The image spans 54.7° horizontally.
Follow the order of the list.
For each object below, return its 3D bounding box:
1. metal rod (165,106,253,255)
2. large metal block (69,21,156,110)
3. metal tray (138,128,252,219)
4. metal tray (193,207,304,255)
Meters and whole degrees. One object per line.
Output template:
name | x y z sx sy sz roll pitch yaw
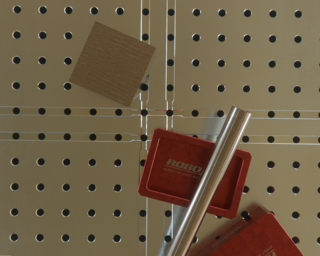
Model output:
metal rod | 0.039 0.114 0.385 0.025 0.025 0.298 22 101 0
large metal block | -0.058 -0.078 0.400 0.080 0.050 0.080 24 90 0
metal tray | 0.045 0.058 0.411 0.131 0.030 0.090 15 90 0
metal tray | 0.116 0.180 0.412 0.130 0.030 0.090 -36 90 0
